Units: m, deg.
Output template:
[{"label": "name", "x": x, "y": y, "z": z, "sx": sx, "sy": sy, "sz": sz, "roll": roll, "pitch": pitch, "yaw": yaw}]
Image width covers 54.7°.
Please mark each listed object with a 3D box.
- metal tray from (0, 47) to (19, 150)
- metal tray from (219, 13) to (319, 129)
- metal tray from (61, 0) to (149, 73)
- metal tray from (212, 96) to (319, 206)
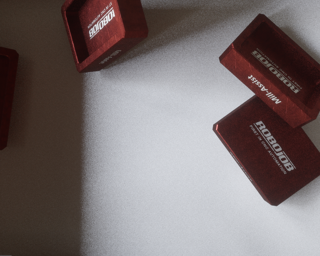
[{"label": "metal tray", "x": -0.234, "y": -0.041, "z": 0.384, "sx": 0.091, "sy": 0.030, "sz": 0.129, "roll": 7, "pitch": 90, "yaw": -35}, {"label": "metal tray", "x": 0.148, "y": -0.073, "z": 0.387, "sx": 0.130, "sy": 0.030, "sz": 0.090, "roll": 42, "pitch": 58, "yaw": 0}, {"label": "metal tray", "x": -0.070, "y": -0.126, "z": 0.361, "sx": 0.030, "sy": 0.130, "sz": 0.090, "roll": -15, "pitch": 91, "yaw": -36}, {"label": "metal tray", "x": 0.144, "y": 0.024, "z": 0.410, "sx": 0.090, "sy": 0.030, "sz": 0.130, "roll": -36, "pitch": 90, "yaw": 0}]
